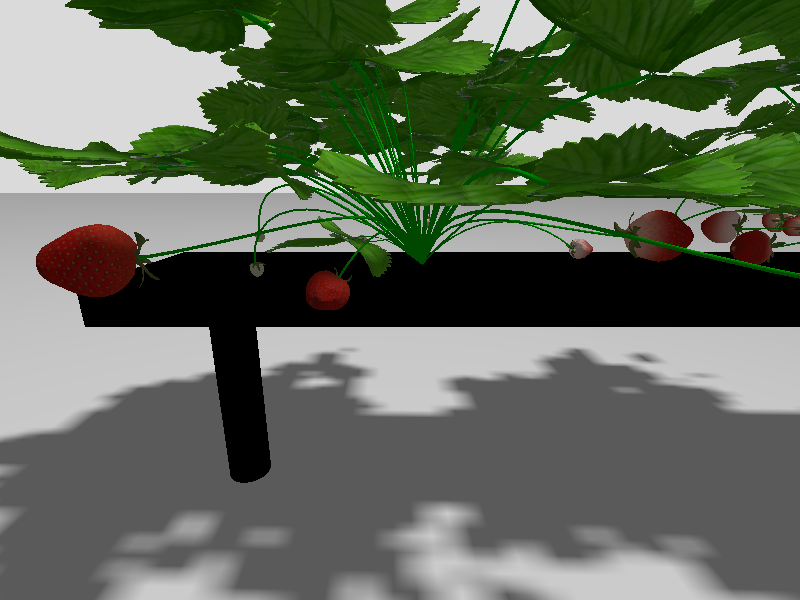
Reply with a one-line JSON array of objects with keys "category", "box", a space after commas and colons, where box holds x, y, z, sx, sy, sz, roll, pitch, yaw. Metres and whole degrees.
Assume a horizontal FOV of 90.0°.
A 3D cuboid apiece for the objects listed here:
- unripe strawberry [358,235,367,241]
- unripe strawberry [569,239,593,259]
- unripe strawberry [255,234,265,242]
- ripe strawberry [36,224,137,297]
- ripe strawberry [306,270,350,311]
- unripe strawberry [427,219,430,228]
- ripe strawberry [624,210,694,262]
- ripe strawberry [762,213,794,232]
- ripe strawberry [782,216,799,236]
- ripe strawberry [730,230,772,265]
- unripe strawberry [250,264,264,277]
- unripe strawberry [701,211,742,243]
[{"category": "unripe strawberry", "box": [-0.042, -0.064, 0.436, 0.013, 0.014, 0.014, -12, 19, -34]}, {"category": "unripe strawberry", "box": [0.169, -0.048, 0.374, 0.019, 0.019, 0.021, 0, 16, -9]}, {"category": "unripe strawberry", "box": [-0.153, -0.069, 0.438, 0.010, 0.011, 0.011, 8, 18, 26]}, {"category": "ripe strawberry", "box": [-0.193, -0.024, 0.248, 0.050, 0.043, 0.050, -9, 19, -25]}, {"category": "ripe strawberry", "box": [-0.041, -0.004, 0.221, 0.025, 0.021, 0.025, 7, 28, 23]}, {"category": "unripe strawberry", "box": [0.046, -0.121, 0.625, 0.015, 0.017, 0.017, 2, 45, 5]}, {"category": "ripe strawberry", "box": [0.231, -0.057, 0.356, 0.052, 0.045, 0.052, 0, 17, -2]}, {"category": "ripe strawberry", "box": [0.552, -0.118, 0.588, 0.034, 0.036, 0.037, 5, 17, 18]}, {"category": "ripe strawberry", "box": [0.518, -0.097, 0.522, 0.032, 0.027, 0.032, 4, 10, 15]}, {"category": "ripe strawberry", "box": [0.300, -0.045, 0.344, 0.029, 0.030, 0.026, -1, 17, -2]}, {"category": "unripe strawberry", "box": [-0.103, -0.022, 0.290, 0.010, 0.010, 0.009, -9, 19, -27]}, {"category": "unripe strawberry", "box": [0.378, -0.086, 0.472, 0.033, 0.038, 0.036, -12, 20, -34]}]
